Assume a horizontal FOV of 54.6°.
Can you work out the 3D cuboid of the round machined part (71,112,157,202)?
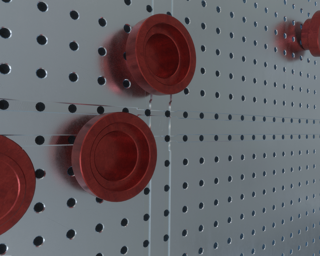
[{"bbox_3d":[-0.054,0.031,0.352,0.099,0.042,0.097,0,90,-40],"label":"round machined part"}]

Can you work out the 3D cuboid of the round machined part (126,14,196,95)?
[{"bbox_3d":[-0.003,-0.090,0.394,0.099,0.042,0.097,0,90,-40],"label":"round machined part"}]

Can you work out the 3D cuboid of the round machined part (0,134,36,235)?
[{"bbox_3d":[-0.157,0.051,0.266,0.099,0.042,0.097,0,90,-40],"label":"round machined part"}]

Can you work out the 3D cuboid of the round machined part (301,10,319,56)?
[{"bbox_3d":[0.344,-0.205,0.677,0.099,0.042,0.097,-11,107,-41],"label":"round machined part"}]
